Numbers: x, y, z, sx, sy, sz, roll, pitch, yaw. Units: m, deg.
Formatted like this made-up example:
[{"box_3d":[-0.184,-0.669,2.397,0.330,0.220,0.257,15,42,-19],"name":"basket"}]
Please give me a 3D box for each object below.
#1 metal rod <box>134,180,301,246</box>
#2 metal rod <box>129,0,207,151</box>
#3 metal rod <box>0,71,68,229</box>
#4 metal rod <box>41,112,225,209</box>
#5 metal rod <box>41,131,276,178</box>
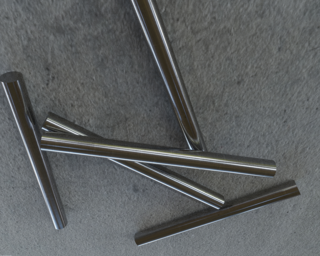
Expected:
[{"box_3d":[0.088,0.152,0.538,0.300,0.025,0.025,-24,126,19],"name":"metal rod"},{"box_3d":[0.014,-0.056,0.359,0.025,0.025,0.299,-15,129,12],"name":"metal rod"},{"box_3d":[-0.173,0.055,0.451,0.025,0.025,0.298,0,130,-1],"name":"metal rod"},{"box_3d":[-0.024,0.056,0.454,0.301,0.025,0.025,28,124,-23],"name":"metal rod"},{"box_3d":[0.004,0.036,0.403,0.302,0.025,0.025,8,130,-7],"name":"metal rod"}]
